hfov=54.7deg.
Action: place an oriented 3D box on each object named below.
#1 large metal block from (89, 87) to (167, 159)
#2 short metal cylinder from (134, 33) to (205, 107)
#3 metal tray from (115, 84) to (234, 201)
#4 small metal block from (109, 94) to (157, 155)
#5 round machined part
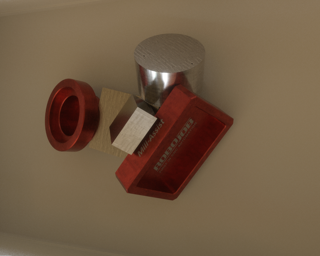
[{"bbox_3d":[-0.037,-0.003,0.408,0.080,0.050,0.079,16,95,19],"label":"large metal block"},{"bbox_3d":[0.012,-0.069,0.368,0.080,0.080,0.050,17,140,19],"label":"short metal cylinder"},{"bbox_3d":[0.019,0.023,0.366,0.129,0.090,0.030,-55,47,11],"label":"metal tray"},{"bbox_3d":[-0.032,-0.006,0.351,0.025,0.050,0.050,31,103,-22],"label":"small metal block"},{"bbox_3d":[-0.114,-0.016,0.426,0.098,0.042,0.097,-6,81,42],"label":"round machined part"}]
